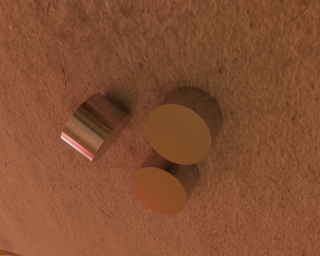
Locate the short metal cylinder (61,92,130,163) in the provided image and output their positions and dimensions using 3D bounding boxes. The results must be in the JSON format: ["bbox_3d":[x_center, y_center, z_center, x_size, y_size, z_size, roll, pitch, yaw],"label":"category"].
[{"bbox_3d":[-0.084,-0.001,0.413,0.050,0.080,0.080,37,129,3],"label":"short metal cylinder"}]

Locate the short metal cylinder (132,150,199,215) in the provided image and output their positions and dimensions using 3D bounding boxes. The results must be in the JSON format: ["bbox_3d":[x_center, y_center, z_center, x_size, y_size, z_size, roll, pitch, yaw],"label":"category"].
[{"bbox_3d":[0.008,0.073,0.430,0.080,0.050,0.079,13,124,20],"label":"short metal cylinder"}]

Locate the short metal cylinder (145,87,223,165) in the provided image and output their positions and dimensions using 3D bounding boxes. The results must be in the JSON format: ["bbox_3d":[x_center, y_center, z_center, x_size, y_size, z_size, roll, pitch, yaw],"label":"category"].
[{"bbox_3d":[0.030,-0.003,0.372,0.080,0.050,0.079,13,124,20],"label":"short metal cylinder"}]
